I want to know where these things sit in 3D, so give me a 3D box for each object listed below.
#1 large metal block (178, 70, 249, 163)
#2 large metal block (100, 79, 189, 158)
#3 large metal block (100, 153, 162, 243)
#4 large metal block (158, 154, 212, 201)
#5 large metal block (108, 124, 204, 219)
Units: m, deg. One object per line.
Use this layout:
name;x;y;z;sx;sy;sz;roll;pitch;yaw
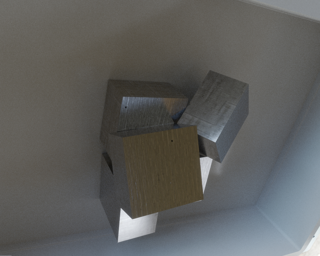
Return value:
large metal block;0.070;-0.012;0.391;0.080;0.050;0.080;-58;155;-13
large metal block;-0.022;-0.010;0.374;0.081;0.050;0.079;-1;119;-28
large metal block;-0.041;0.084;0.402;0.050;0.080;0.079;-7;122;-26
large metal block;0.020;0.064;0.440;0.081;0.050;0.079;-5;121;-26
large metal block;-0.005;0.041;0.330;0.081;0.050;0.079;-9;97;-24
